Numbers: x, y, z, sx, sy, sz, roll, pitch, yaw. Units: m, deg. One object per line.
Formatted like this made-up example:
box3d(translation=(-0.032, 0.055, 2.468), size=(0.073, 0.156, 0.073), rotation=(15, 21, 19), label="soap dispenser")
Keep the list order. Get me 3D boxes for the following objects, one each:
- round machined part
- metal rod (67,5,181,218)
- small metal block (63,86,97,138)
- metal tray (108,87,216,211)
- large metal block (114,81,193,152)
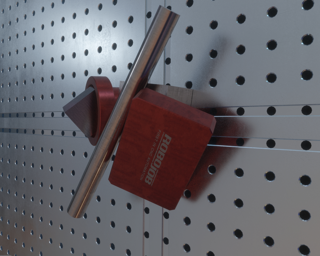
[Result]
box3d(translation=(-0.077, -0.024, 0.442), size=(0.098, 0.042, 0.097), rotation=(177, 90, -65), label="round machined part")
box3d(translation=(-0.054, -0.004, 0.387), size=(0.025, 0.025, 0.298), rotation=(42, 115, 32), label="metal rod")
box3d(translation=(-0.099, -0.023, 0.436), size=(0.050, 0.050, 0.025), rotation=(-39, 30, -5), label="small metal block")
box3d(translation=(-0.001, 0.028, 0.362), size=(0.090, 0.030, 0.129), rotation=(24, 123, 5), label="metal tray")
box3d(translation=(-0.010, -0.016, 0.399), size=(0.080, 0.050, 0.079), rotation=(12, 97, 39), label="large metal block")
